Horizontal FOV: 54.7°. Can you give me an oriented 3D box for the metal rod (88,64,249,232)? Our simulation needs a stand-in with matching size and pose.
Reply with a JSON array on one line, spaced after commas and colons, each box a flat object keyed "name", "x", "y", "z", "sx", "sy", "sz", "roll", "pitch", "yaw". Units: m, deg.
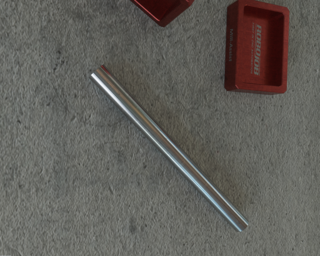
[{"name": "metal rod", "x": 0.021, "y": 0.036, "z": 0.417, "sx": 0.025, "sy": 0.025, "sz": 0.300, "roll": -47, "pitch": 105, "yaw": -14}]

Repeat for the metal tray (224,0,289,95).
[{"name": "metal tray", "x": 0.145, "y": -0.118, "z": 0.461, "sx": 0.091, "sy": 0.030, "sz": 0.129, "roll": 2, "pitch": 89, "yaw": -21}]

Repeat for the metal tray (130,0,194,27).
[{"name": "metal tray", "x": -0.023, "y": -0.185, "z": 0.366, "sx": 0.130, "sy": 0.090, "sz": 0.030, "roll": 37, "pitch": 78, "yaw": -17}]
